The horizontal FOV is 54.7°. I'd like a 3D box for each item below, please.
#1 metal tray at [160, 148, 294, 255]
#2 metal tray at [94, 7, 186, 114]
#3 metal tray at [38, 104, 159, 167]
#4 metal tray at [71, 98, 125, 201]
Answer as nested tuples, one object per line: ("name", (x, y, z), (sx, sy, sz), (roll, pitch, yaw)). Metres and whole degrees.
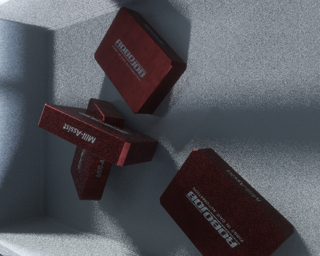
("metal tray", (0.067, 0.096, 0.348), (0.130, 0.030, 0.089), (46, 117, 30))
("metal tray", (-0.033, -0.093, 0.431), (0.090, 0.030, 0.130), (-52, 60, 27))
("metal tray", (-0.078, 0.007, 0.405), (0.130, 0.090, 0.030), (23, 97, 21))
("metal tray", (-0.097, 0.030, 0.463), (0.090, 0.030, 0.129), (43, 118, 57))
